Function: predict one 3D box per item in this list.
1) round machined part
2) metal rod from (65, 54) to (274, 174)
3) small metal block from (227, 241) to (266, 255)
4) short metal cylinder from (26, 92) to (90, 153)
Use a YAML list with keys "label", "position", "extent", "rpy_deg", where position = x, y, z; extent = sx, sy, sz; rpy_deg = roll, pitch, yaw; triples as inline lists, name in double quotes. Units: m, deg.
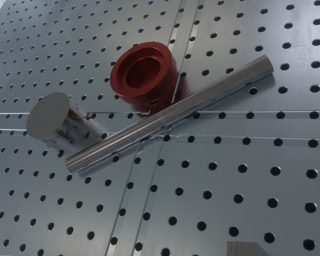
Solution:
- label: "round machined part"
  position: [-0.020, -0.075, 0.454]
  extent: [0.098, 0.042, 0.098]
  rpy_deg: [-13, 56, 21]
- label: "metal rod"
  position: [0.004, -0.013, 0.413]
  extent: [0.301, 0.025, 0.025]
  rpy_deg: [-27, 52, 11]
- label: "small metal block"
  position: [0.077, 0.130, 0.272]
  extent: [0.025, 0.050, 0.050]
  rpy_deg: [-6, 59, 25]
- label: "short metal cylinder"
  position: [-0.157, -0.008, 0.480]
  extent: [0.080, 0.050, 0.080]
  rpy_deg: [-13, 56, 21]
